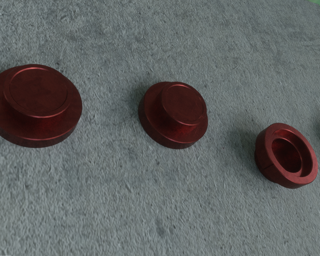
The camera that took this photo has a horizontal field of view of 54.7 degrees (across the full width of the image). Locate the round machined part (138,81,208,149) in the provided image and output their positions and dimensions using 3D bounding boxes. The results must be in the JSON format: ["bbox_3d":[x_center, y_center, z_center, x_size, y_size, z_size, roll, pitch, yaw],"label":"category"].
[{"bbox_3d":[0.024,-0.024,0.420,0.099,0.042,0.098,14,56,-21],"label":"round machined part"}]

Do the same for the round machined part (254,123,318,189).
[{"bbox_3d":[0.182,0.044,0.463,0.099,0.042,0.098,14,56,-21],"label":"round machined part"}]

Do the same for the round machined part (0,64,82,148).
[{"bbox_3d":[-0.134,-0.031,0.339,0.099,0.042,0.098,14,56,-21],"label":"round machined part"}]
